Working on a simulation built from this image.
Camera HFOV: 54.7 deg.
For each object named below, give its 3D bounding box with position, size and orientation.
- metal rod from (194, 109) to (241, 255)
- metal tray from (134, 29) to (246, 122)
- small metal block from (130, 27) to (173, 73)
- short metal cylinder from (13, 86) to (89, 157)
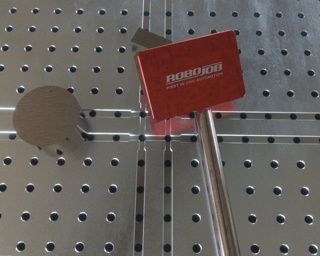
[{"bbox_3d":[0.077,0.119,0.369,0.025,0.025,0.299,-7,70,-3],"label":"metal rod"},{"bbox_3d":[0.041,-0.069,0.406,0.131,0.030,0.089,-16,104,-11],"label":"metal tray"},{"bbox_3d":[-0.011,-0.108,0.438,0.050,0.050,0.025,25,72,8],"label":"small metal block"},{"bbox_3d":[-0.138,-0.008,0.400,0.081,0.050,0.080,0,70,0],"label":"short metal cylinder"}]
